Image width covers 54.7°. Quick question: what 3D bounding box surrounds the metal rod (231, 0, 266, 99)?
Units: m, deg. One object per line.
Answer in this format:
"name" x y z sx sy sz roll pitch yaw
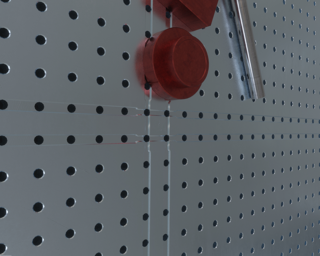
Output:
"metal rod" 0.137 -0.195 0.522 0.025 0.025 0.298 -26 106 -37

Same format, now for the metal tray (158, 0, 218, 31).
"metal tray" 0.050 -0.221 0.447 0.090 0.030 0.130 28 72 -37

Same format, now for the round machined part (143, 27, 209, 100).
"round machined part" 0.029 -0.088 0.422 0.099 0.042 0.097 0 90 -40
